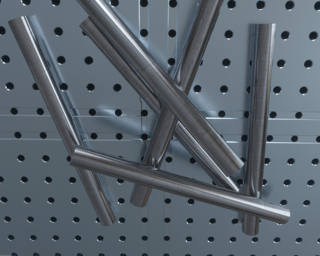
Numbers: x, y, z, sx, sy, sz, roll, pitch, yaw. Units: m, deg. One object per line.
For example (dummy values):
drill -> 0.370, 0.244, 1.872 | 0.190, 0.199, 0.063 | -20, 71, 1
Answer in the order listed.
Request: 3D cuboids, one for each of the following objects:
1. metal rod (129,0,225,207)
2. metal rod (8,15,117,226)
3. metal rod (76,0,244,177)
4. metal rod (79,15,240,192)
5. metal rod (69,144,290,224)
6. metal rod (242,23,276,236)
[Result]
metal rod -> 0.018, -0.031, 0.373 | 0.025, 0.025, 0.298 | 18, 110, -7
metal rod -> -0.121, 0.005, 0.414 | 0.025, 0.025, 0.299 | -17, 109, 6
metal rod -> -0.014, -0.068, 0.345 | 0.025, 0.025, 0.300 | -41, 89, 13
metal rod -> 0.009, -0.019, 0.406 | 0.025, 0.025, 0.300 | -38, 106, 13
metal rod -> 0.038, 0.077, 0.396 | 0.302, 0.025, 0.025 | 19, 109, -16
metal rod -> 0.131, 0.016, 0.419 | 0.025, 0.025, 0.298 | -2, 110, 1
